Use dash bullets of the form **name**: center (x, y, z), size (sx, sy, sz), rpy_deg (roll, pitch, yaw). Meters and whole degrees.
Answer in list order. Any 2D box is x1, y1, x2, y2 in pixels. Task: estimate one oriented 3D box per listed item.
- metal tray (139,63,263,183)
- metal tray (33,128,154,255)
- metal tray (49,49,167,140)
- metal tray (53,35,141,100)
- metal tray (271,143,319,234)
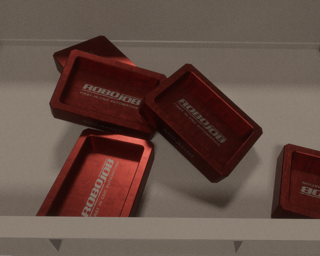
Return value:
- **metal tray**: center (0.051, -0.009, 0.381), size (0.130, 0.030, 0.090), rpy_deg (44, 60, 6)
- **metal tray**: center (-0.066, 0.065, 0.346), size (0.090, 0.030, 0.130), rpy_deg (12, 51, 9)
- **metal tray**: center (-0.063, -0.042, 0.402), size (0.131, 0.030, 0.090), rpy_deg (15, 64, -7)
- **metal tray**: center (-0.093, -0.085, 0.472), size (0.091, 0.030, 0.130), rpy_deg (-29, 56, -23)
- **metal tray**: center (0.197, 0.075, 0.341), size (0.131, 0.030, 0.090), rpy_deg (14, 51, 11)
